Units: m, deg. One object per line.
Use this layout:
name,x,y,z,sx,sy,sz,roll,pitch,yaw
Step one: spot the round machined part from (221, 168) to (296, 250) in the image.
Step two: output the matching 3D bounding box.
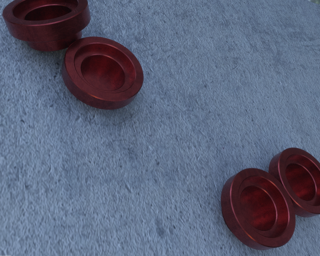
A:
round machined part,0.118,0.104,0.393,0.099,0.042,0.098,13,56,-21

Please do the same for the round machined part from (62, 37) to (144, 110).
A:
round machined part,-0.074,-0.064,0.392,0.099,0.042,0.098,14,56,-21

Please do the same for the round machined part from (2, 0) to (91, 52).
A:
round machined part,-0.135,-0.130,0.382,0.099,0.042,0.098,-1,45,1

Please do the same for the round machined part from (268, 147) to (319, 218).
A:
round machined part,0.196,0.081,0.449,0.099,0.042,0.098,14,56,-21
